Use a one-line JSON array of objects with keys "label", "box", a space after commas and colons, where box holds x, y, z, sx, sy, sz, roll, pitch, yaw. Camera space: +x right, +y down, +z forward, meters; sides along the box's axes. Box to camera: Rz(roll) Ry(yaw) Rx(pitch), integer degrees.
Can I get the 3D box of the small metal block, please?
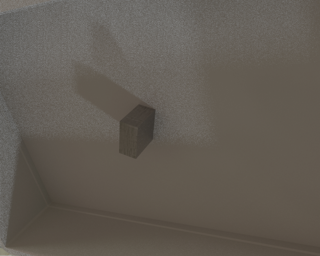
[{"label": "small metal block", "box": [-0.030, 0.004, 0.409, 0.025, 0.050, 0.050, 18, 126, 17]}]
